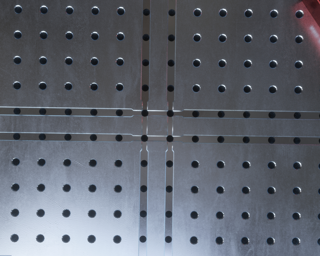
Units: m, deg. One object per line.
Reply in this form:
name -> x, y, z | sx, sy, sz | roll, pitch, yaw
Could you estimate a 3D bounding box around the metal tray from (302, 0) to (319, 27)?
metal tray -> 0.266, -0.150, 0.412 | 0.090, 0.030, 0.130 | -34, 90, 0
